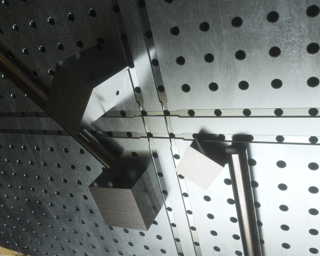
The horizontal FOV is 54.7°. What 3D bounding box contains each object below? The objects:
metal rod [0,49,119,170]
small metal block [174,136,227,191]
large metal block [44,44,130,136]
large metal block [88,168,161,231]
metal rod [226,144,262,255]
[{"bbox_3d":[-0.183,-0.046,0.478,0.300,0.025,0.025,43,129,-2],"label":"metal rod"},{"bbox_3d":[0.055,0.048,0.412,0.050,0.025,0.050,32,129,7],"label":"small metal block"},{"bbox_3d":[-0.092,-0.050,0.394,0.050,0.080,0.079,35,129,5],"label":"large metal block"},{"bbox_3d":[-0.054,0.112,0.493,0.080,0.050,0.080,-3,117,30],"label":"large metal block"},{"bbox_3d":[0.128,0.156,0.440,0.025,0.025,0.298,-1,118,28],"label":"metal rod"}]
